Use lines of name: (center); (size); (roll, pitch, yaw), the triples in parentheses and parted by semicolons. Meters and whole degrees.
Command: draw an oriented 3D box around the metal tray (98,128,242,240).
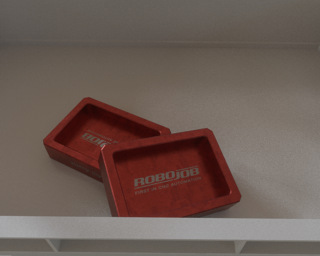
metal tray: (0.010, 0.054, 0.327); (0.131, 0.030, 0.090); (-9, 63, -23)

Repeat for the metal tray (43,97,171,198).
metal tray: (-0.063, 0.019, 0.384); (0.130, 0.030, 0.090); (22, 53, 17)
